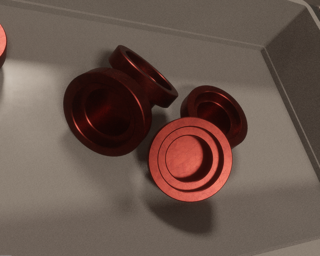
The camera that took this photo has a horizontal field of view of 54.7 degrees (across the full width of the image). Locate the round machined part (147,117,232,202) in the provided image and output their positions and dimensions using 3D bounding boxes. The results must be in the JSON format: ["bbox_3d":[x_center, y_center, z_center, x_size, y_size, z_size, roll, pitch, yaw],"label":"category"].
[{"bbox_3d":[0.033,0.036,0.373,0.099,0.042,0.097,0,88,-7],"label":"round machined part"}]

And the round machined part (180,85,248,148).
[{"bbox_3d":[0.072,-0.009,0.441,0.099,0.042,0.098,14,56,-21],"label":"round machined part"}]

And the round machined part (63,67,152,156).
[{"bbox_3d":[-0.054,-0.021,0.347,0.098,0.097,0.042,41,33,-1],"label":"round machined part"}]

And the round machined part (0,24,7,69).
[{"bbox_3d":[-0.218,-0.085,0.329,0.099,0.042,0.098,14,56,-21],"label":"round machined part"}]

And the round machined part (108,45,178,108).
[{"bbox_3d":[-0.027,-0.058,0.398,0.098,0.042,0.098,38,16,-13],"label":"round machined part"}]
